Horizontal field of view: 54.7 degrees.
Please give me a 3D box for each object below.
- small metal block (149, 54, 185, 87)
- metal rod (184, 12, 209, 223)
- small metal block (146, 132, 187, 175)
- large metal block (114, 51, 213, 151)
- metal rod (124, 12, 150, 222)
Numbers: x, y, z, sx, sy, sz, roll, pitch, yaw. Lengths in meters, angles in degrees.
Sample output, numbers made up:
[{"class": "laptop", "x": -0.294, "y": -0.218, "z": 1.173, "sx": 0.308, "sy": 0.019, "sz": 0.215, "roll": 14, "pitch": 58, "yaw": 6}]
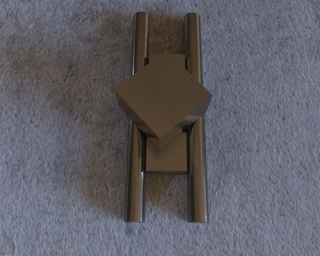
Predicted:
[{"class": "small metal block", "x": 0.009, "y": -0.076, "z": 0.436, "sx": 0.050, "sy": 0.025, "sz": 0.050, "roll": 1, "pitch": 70, "yaw": 0}, {"class": "metal rod", "x": 0.047, "y": -0.028, "z": 0.420, "sx": 0.025, "sy": 0.025, "sz": 0.299, "roll": 1, "pitch": 70, "yaw": 0}, {"class": "small metal block", "x": 0.008, "y": 0.033, "z": 0.396, "sx": 0.050, "sy": 0.025, "sz": 0.050, "roll": 1, "pitch": 70, "yaw": 0}, {"class": "large metal block", "x": 0.004, "y": -0.033, "z": 0.379, "sx": 0.080, "sy": 0.050, "sz": 0.080, "roll": -39, "pitch": 75, "yaw": -13}, {"class": "metal rod", "x": -0.029, "y": -0.028, "z": 0.420, "sx": 0.025, "sy": 0.025, "sz": 0.299, "roll": 1, "pitch": 70, "yaw": 0}]
